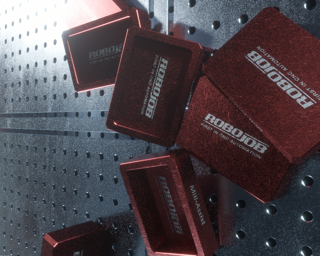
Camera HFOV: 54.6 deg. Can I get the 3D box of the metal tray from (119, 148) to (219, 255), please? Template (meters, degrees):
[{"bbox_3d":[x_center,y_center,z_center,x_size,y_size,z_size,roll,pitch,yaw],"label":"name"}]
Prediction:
[{"bbox_3d":[0.009,0.095,0.378,0.090,0.030,0.129,-14,96,39],"label":"metal tray"}]

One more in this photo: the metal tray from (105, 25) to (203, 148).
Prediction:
[{"bbox_3d":[-0.008,-0.050,0.385,0.090,0.030,0.129,17,103,6],"label":"metal tray"}]

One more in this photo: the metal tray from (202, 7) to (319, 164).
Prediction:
[{"bbox_3d":[0.115,-0.043,0.291,0.090,0.030,0.130,-42,62,7],"label":"metal tray"}]

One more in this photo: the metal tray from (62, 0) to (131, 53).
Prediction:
[{"bbox_3d":[-0.100,-0.175,0.490,0.130,0.030,0.090,52,120,27],"label":"metal tray"}]

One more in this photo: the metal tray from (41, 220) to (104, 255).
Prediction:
[{"bbox_3d":[-0.142,0.219,0.485,0.030,0.091,0.129,19,102,38],"label":"metal tray"}]

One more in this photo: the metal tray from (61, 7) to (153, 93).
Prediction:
[{"bbox_3d":[-0.071,-0.105,0.435,0.130,0.030,0.090,-7,100,28],"label":"metal tray"}]

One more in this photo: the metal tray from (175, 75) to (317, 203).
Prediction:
[{"bbox_3d":[0.086,0.007,0.336,0.130,0.030,0.089,33,110,35],"label":"metal tray"}]
